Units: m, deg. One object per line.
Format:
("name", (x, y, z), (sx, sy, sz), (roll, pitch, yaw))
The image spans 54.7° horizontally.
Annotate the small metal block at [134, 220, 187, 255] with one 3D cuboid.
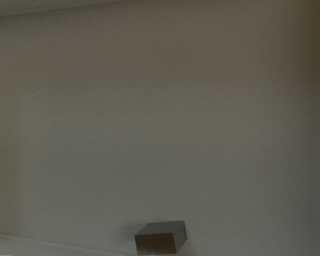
("small metal block", (0.002, 0.140, 0.396), (0.050, 0.050, 0.025), (-10, 87, 19))
